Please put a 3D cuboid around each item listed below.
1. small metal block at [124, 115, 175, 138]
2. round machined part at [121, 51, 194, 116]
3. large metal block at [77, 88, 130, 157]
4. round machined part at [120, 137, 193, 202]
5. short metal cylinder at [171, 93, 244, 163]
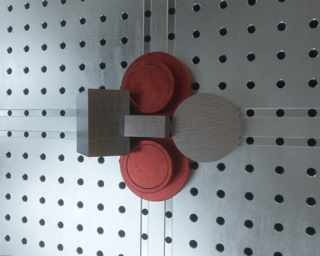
[{"bbox_3d":[-0.009,-0.002,0.379,0.050,0.050,0.025,2,91,20],"label":"small metal block"},{"bbox_3d":[-0.008,-0.052,0.406,0.098,0.042,0.097,0,90,20],"label":"round machined part"},{"bbox_3d":[-0.077,-0.006,0.404,0.050,0.080,0.080,0,90,-25],"label":"large metal block"},{"bbox_3d":[-0.009,0.048,0.407,0.098,0.042,0.097,0,90,20],"label":"round machined part"},{"bbox_3d":[0.059,0.000,0.377,0.080,0.050,0.080,0,90,20],"label":"short metal cylinder"}]
